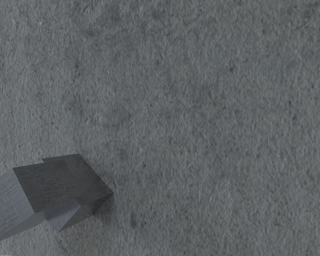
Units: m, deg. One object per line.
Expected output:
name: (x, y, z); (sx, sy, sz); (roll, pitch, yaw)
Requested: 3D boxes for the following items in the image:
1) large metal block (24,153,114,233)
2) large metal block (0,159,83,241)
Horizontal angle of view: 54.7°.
large metal block: (-0.124, 0.084, 0.422); (0.080, 0.080, 0.050); (45, 104, 14)
large metal block: (-0.149, 0.081, 0.346); (0.080, 0.080, 0.050); (-34, 79, 16)
